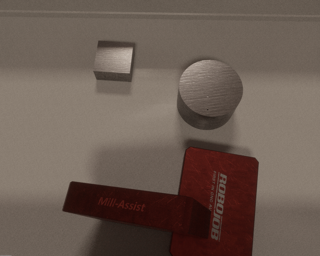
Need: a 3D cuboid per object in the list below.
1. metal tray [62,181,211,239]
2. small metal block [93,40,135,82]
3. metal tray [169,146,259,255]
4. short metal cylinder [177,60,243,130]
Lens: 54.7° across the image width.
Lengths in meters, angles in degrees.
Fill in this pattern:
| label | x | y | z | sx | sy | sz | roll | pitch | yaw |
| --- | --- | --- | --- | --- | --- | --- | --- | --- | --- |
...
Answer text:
| label | x | y | z | sx | sy | sz | roll | pitch | yaw |
| --- | --- | --- | --- | --- | --- | --- | --- | --- | --- |
| metal tray | -0.020 | 0.086 | 0.322 | 0.130 | 0.090 | 0.030 | 3 | 69 | 22 |
| small metal block | -0.065 | -0.095 | 0.444 | 0.050 | 0.025 | 0.050 | 4 | 70 | 1 |
| metal tray | 0.066 | 0.094 | 0.373 | 0.091 | 0.030 | 0.130 | 10 | 70 | 3 |
| short metal cylinder | 0.064 | -0.043 | 0.413 | 0.081 | 0.050 | 0.080 | 0 | 70 | 0 |
